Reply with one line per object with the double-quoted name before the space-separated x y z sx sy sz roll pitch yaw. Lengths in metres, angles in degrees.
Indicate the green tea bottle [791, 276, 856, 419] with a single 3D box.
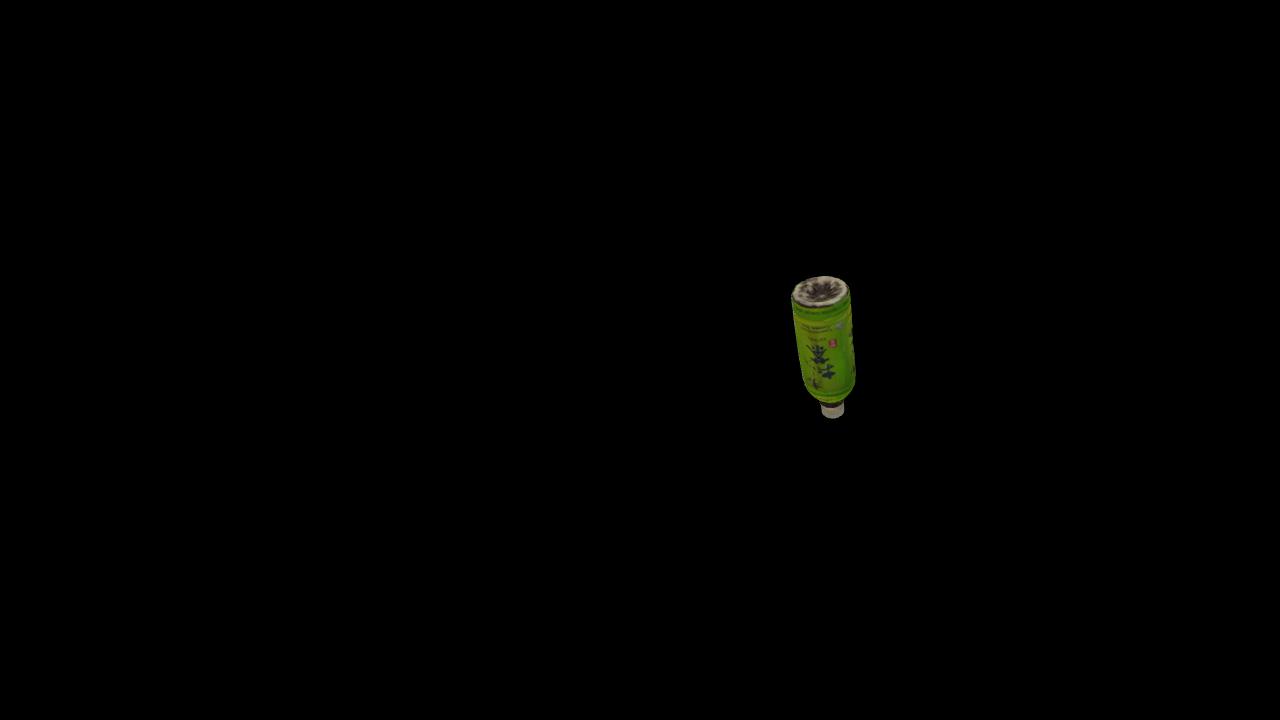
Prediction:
"green tea bottle" 0.244 -0.007 0.803 0.073 0.212 0.073 -12 40 10
